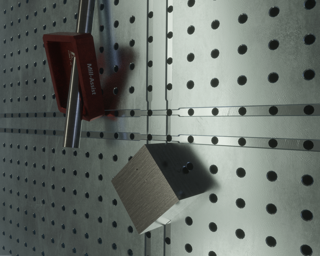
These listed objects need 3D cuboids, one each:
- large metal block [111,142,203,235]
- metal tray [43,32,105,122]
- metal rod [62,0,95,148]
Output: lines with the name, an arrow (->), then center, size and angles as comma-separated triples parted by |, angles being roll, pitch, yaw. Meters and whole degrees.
large metal block -> -0.006, 0.076, 0.398 | 0.080, 0.050, 0.080 | -48, 62, 29
metal tray -> -0.135, -0.082, 0.489 | 0.090, 0.030, 0.129 | 16, 121, 39
metal rod -> -0.123, -0.118, 0.486 | 0.025, 0.025, 0.298 | 0, 82, 40
